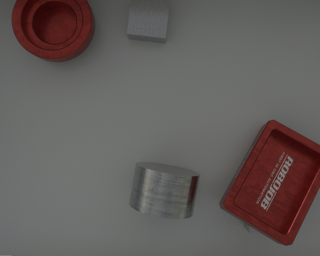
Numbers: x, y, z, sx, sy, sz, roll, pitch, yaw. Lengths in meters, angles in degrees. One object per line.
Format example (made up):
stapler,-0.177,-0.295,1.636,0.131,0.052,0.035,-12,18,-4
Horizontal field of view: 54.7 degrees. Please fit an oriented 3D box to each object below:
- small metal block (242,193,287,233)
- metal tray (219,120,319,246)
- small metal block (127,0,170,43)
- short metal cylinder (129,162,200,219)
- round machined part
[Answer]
small metal block,0.139,0.110,0.413,0.050,0.025,0.050,-4,90,-1
metal tray,0.146,0.066,0.390,0.090,0.030,0.130,31,77,8
small metal block,-0.015,-0.143,0.411,0.050,0.025,0.050,7,90,-1
short metal cylinder,0.006,0.075,0.384,0.080,0.080,0.050,10,90,-1
round machined part,-0.133,-0.133,0.401,0.099,0.042,0.097,0,90,-1
